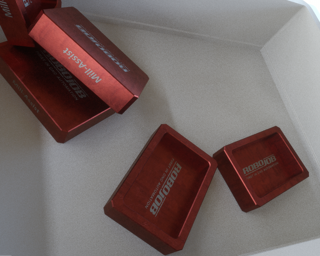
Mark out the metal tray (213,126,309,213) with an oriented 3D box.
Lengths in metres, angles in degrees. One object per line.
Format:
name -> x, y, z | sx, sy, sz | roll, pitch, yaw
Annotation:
metal tray -> 0.149, 0.055, 0.451 | 0.131, 0.030, 0.090 | -16, 70, -35

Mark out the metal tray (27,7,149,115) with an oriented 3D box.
metal tray -> -0.076, -0.082, 0.363 | 0.130, 0.030, 0.090 | 42, 22, -11

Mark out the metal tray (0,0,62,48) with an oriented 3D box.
metal tray -> -0.145, -0.161, 0.320 | 0.030, 0.129, 0.090 | 7, 54, 4

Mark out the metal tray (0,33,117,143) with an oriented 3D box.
metal tray -> -0.121, -0.056, 0.372 | 0.130, 0.030, 0.091 | 49, 51, 6

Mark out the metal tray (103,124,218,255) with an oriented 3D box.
metal tray -> 0.007, 0.067, 0.366 | 0.090, 0.030, 0.130 | 36, 51, -4
